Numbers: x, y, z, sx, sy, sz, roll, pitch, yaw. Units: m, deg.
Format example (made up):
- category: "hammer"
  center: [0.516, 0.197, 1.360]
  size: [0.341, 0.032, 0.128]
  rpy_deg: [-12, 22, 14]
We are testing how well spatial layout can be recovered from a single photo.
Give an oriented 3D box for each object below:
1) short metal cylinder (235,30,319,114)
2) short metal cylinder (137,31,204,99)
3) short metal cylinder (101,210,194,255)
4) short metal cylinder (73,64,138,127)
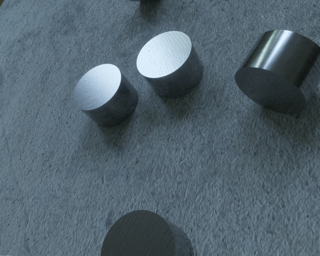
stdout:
- category: "short metal cylinder"
  center: [0.130, -0.059, 0.337]
  size: [0.080, 0.080, 0.050]
  rpy_deg: [25, 76, 36]
- category: "short metal cylinder"
  center: [0.015, -0.088, 0.434]
  size: [0.080, 0.050, 0.080]
  rpy_deg: [-13, 56, 21]
- category: "short metal cylinder"
  center: [-0.012, 0.130, 0.315]
  size: [0.080, 0.050, 0.080]
  rpy_deg: [-13, 56, 21]
- category: "short metal cylinder"
  center: [-0.080, -0.048, 0.459]
  size: [0.080, 0.050, 0.080]
  rpy_deg: [-13, 56, 21]
